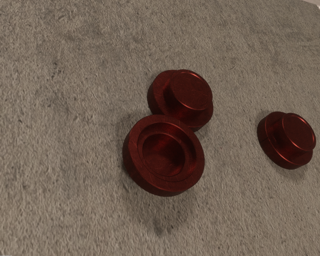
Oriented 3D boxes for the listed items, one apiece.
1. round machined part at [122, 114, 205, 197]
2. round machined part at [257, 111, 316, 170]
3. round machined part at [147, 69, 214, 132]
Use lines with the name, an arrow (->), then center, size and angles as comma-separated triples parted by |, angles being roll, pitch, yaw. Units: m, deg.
round machined part -> 0.001, 0.036, 0.373 | 0.099, 0.042, 0.098 | 14, 56, -21
round machined part -> 0.210, 0.014, 0.500 | 0.099, 0.042, 0.098 | 14, 56, -21
round machined part -> 0.035, -0.044, 0.441 | 0.099, 0.042, 0.098 | 14, 56, -21
